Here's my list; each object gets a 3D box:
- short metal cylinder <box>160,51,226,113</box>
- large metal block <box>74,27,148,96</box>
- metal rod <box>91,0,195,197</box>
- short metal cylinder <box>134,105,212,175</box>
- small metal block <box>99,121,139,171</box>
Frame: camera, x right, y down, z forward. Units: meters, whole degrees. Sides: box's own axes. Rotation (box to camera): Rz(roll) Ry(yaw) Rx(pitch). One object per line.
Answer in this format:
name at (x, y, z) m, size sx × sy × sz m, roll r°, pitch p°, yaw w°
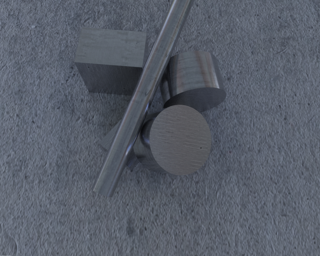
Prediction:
short metal cylinder at (0.040, -0.055, 0.399) m, size 0.081 × 0.080 × 0.050 m, roll -9°, pitch 71°, yaw -3°
large metal block at (-0.058, -0.084, 0.409) m, size 0.080 × 0.080 × 0.050 m, roll 5°, pitch 70°, yaw 2°
metal rod at (-0.009, -0.065, 0.365) m, size 0.025 × 0.025 × 0.299 m, roll 21°, pitch 82°, yaw 7°
short metal cylinder at (0.014, 0.015, 0.372) m, size 0.081 × 0.050 × 0.080 m, roll 2°, pitch 84°, yaw -26°
small metal block at (-0.041, 0.020, 0.401) m, size 0.050 × 0.025 × 0.050 m, roll 37°, pitch 74°, yaw 12°
